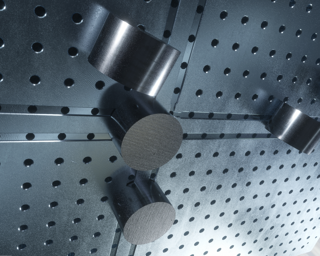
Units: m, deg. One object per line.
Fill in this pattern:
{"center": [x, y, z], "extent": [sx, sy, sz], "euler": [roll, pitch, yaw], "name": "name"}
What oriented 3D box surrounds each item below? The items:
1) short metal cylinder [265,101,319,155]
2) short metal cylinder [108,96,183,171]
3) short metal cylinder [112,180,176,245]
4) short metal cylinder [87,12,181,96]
{"center": [0.217, -0.001, 0.493], "extent": [0.081, 0.080, 0.050], "euler": [19, 108, -36], "name": "short metal cylinder"}
{"center": [-0.018, 0.007, 0.389], "extent": [0.081, 0.050, 0.079], "euler": [-14, 124, -21], "name": "short metal cylinder"}
{"center": [-0.024, 0.124, 0.459], "extent": [0.081, 0.050, 0.079], "euler": [-14, 124, -21], "name": "short metal cylinder"}
{"center": [-0.026, -0.074, 0.315], "extent": [0.081, 0.080, 0.050], "euler": [18, 109, -35], "name": "short metal cylinder"}
